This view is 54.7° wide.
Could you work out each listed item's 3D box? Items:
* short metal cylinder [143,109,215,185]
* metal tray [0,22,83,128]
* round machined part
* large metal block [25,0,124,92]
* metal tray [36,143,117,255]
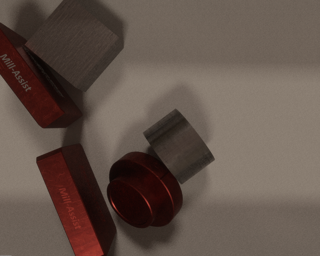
[{"bbox_3d":[0.023,0.023,0.384,0.050,0.080,0.080,-37,90,0],"label":"short metal cylinder"},{"bbox_3d":[-0.154,-0.060,0.376,0.030,0.090,0.130,-37,90,0],"label":"metal tray"},{"bbox_3d":[-0.025,0.081,0.375,0.098,0.042,0.097,19,126,28],"label":"round machined part"},{"bbox_3d":[-0.106,-0.105,0.397,0.080,0.050,0.080,40,90,-1],"label":"large metal block"},{"bbox_3d":[-0.097,0.086,0.377,0.030,0.090,0.129,-23,90,0],"label":"metal tray"}]
